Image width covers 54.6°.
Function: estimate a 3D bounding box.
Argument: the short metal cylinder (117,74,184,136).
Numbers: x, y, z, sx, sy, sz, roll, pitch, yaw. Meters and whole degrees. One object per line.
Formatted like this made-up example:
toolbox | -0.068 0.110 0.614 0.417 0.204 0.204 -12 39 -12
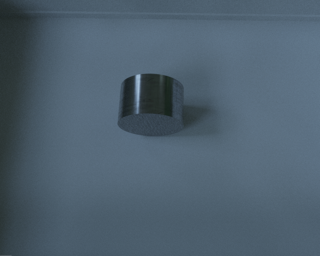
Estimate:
short metal cylinder | -0.011 -0.026 0.387 0.080 0.080 0.050 2 70 1
